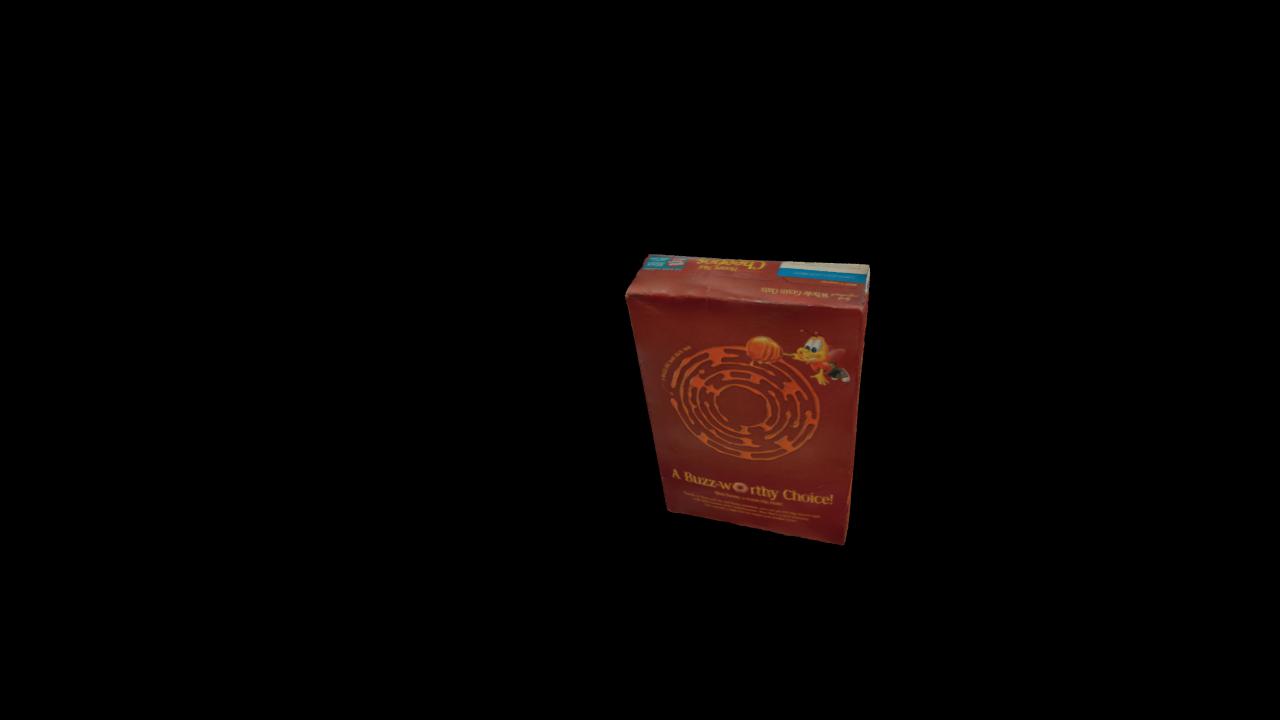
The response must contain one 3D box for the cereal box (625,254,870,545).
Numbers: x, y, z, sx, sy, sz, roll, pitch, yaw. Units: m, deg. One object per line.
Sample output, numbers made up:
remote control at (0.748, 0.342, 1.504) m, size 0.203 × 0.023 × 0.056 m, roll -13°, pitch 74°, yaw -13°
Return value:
cereal box at (0.112, 0.046, 0.613) m, size 0.203 × 0.306 × 0.081 m, roll 5°, pitch 39°, yaw 21°
